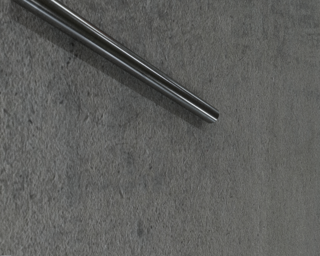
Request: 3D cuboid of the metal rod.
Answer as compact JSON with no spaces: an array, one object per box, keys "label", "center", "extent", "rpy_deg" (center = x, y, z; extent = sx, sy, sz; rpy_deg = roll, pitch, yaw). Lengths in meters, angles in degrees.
[{"label":"metal rod","center":[-0.027,-0.075,0.381],"extent":[0.301,0.025,0.025],"rpy_deg":[28,73,-37]}]
